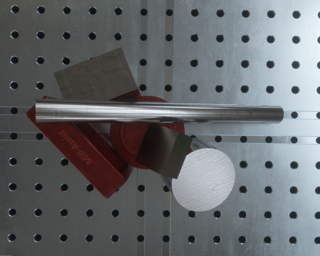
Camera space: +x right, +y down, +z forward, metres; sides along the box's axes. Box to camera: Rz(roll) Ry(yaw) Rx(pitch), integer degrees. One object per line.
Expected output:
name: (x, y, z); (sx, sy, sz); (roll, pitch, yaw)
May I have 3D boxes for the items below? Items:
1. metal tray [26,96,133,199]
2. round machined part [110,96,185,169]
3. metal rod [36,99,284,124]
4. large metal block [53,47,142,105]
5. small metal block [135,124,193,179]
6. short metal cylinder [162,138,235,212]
metal tray: (-0.092, 0.021, 0.379); (0.030, 0.090, 0.130); (-44, 91, 0)
round machined part: (-0.017, 0.006, 0.407); (0.099, 0.042, 0.097); (0, 90, -1)
metal rod: (0.016, -0.018, 0.366); (0.303, 0.025, 0.025); (0, 90, -20)
large metal block: (-0.072, -0.053, 0.383); (0.080, 0.080, 0.050); (-21, 90, 0)
small metal block: (0.004, 0.025, 0.357); (0.025, 0.050, 0.050); (23, 87, -43)
short metal cylinder: (0.046, 0.057, 0.389); (0.081, 0.050, 0.079); (-4, 103, -15)
